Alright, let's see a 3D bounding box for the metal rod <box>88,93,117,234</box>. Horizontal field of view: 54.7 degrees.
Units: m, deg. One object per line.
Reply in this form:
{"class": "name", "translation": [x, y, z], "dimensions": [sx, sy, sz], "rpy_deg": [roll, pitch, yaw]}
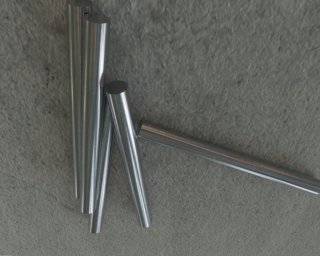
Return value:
{"class": "metal rod", "translation": [-0.087, 0.067, 0.463], "dimensions": [0.025, 0.025, 0.298], "rpy_deg": [8, 130, -8]}

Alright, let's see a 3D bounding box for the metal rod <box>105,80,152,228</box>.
{"class": "metal rod", "translation": [-0.037, 0.060, 0.442], "dimensions": [0.025, 0.025, 0.298], "rpy_deg": [-3, 135, 2]}

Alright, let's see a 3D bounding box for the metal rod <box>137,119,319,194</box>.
{"class": "metal rod", "translation": [0.110, 0.047, 0.448], "dimensions": [0.302, 0.025, 0.025], "rpy_deg": [19, 128, -16]}

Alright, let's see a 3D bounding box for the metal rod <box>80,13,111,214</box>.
{"class": "metal rod", "translation": [-0.086, 0.009, 0.387], "dimensions": [0.025, 0.025, 0.298], "rpy_deg": [7, 129, -7]}

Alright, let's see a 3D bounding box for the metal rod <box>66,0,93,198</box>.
{"class": "metal rod", "translation": [-0.101, -0.010, 0.396], "dimensions": [0.025, 0.025, 0.298], "rpy_deg": [7, 130, -6]}
